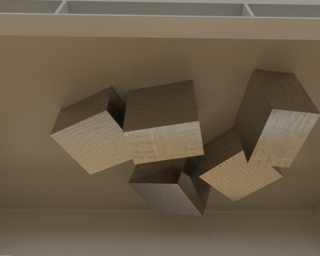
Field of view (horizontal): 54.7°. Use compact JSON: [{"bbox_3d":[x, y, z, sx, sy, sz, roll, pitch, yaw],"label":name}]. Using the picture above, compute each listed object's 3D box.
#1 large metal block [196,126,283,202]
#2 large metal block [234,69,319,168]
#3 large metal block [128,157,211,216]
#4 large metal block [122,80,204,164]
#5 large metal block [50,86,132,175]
[{"bbox_3d":[0.109,0.049,0.436,0.080,0.050,0.080,-37,121,27],"label":"large metal block"},{"bbox_3d":[0.131,-0.012,0.364,0.050,0.080,0.079,6,130,-5],"label":"large metal block"},{"bbox_3d":[0.016,0.081,0.444,0.080,0.050,0.080,-6,134,35],"label":"large metal block"},{"bbox_3d":[0.005,-0.009,0.366,0.080,0.080,0.050,-9,130,7],"label":"large metal block"},{"bbox_3d":[-0.076,0.005,0.396,0.080,0.050,0.080,-22,127,17],"label":"large metal block"}]
